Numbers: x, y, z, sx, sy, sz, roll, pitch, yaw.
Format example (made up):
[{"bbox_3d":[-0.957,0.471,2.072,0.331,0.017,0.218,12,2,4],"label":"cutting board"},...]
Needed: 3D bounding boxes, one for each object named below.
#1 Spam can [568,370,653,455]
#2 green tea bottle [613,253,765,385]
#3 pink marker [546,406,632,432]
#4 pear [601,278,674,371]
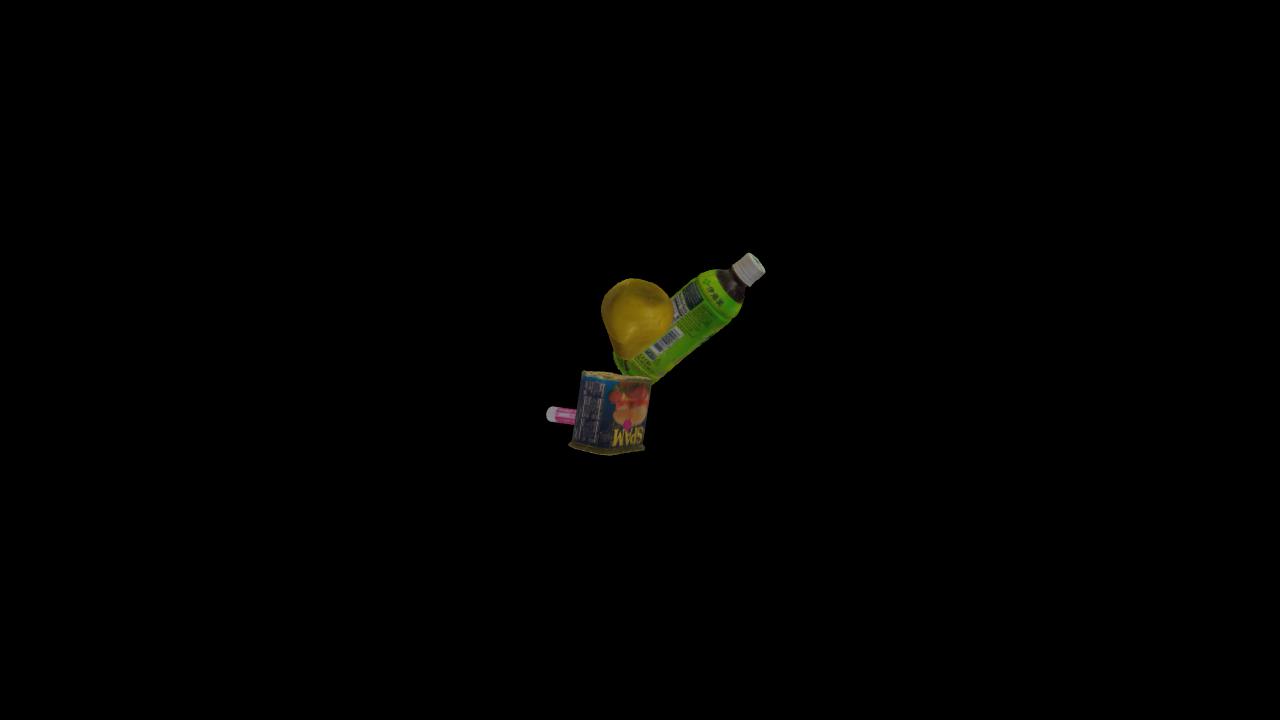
[{"bbox_3d":[-0.030,0.058,0.694,0.058,0.085,0.101,8,0,27],"label":"Spam can"},{"bbox_3d":[0.060,-0.049,0.742,0.212,0.073,0.073,-39,-20,27],"label":"green tea bottle"},{"bbox_3d":[-0.059,0.067,0.702,0.121,0.020,0.020,3,2,38],"label":"pink marker"},{"bbox_3d":[-0.012,-0.036,0.693,0.080,0.111,0.080,19,34,-14],"label":"pear"}]
